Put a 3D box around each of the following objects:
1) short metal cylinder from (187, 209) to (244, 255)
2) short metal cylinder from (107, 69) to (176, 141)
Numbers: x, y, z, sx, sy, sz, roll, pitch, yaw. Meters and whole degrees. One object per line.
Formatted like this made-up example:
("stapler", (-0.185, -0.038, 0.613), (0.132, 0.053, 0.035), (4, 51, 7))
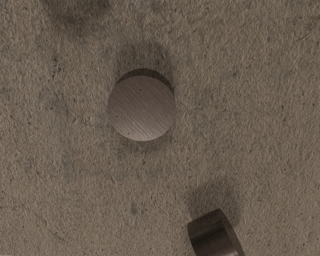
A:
("short metal cylinder", (0.081, 0.162, 0.442), (0.050, 0.080, 0.080), (-29, 108, 10))
("short metal cylinder", (-0.021, -0.030, 0.385), (0.081, 0.050, 0.079), (0, 110, -1))
